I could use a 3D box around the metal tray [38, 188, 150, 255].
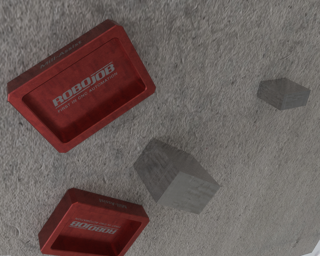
[{"bbox_3d":[-0.091,0.142,0.442,0.131,0.030,0.090,26,104,-37],"label":"metal tray"}]

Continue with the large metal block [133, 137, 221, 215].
[{"bbox_3d":[0.022,0.065,0.424,0.080,0.080,0.050,26,104,-37],"label":"large metal block"}]

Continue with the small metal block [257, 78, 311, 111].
[{"bbox_3d":[0.182,-0.051,0.459,0.050,0.050,0.025,-11,123,-23],"label":"small metal block"}]

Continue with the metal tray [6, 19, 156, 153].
[{"bbox_3d":[-0.080,-0.043,0.333,0.130,0.030,0.090,-35,129,-5],"label":"metal tray"}]
